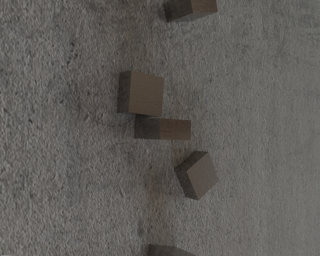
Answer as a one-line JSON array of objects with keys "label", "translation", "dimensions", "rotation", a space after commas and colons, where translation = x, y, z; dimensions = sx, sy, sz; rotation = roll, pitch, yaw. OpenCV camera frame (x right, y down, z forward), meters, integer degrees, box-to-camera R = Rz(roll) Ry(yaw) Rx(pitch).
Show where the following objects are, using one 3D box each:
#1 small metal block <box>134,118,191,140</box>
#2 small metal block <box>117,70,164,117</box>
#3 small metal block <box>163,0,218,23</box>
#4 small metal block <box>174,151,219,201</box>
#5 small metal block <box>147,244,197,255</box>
[{"label": "small metal block", "translation": [0.003, 0.002, 0.391], "dimensions": [0.050, 0.050, 0.025], "rotation": [3, 88, -40]}, {"label": "small metal block", "translation": [-0.023, -0.041, 0.385], "dimensions": [0.050, 0.025, 0.050], "rotation": [6, 86, -40]}, {"label": "small metal block", "translation": [0.042, -0.164, 0.423], "dimensions": [0.050, 0.050, 0.025], "rotation": [-19, 103, -38]}, {"label": "small metal block", "translation": [0.054, 0.068, 0.450], "dimensions": [0.050, 0.025, 0.050], "rotation": [-35, 112, -34]}, {"label": "small metal block", "translation": [0.017, 0.173, 0.403], "dimensions": [0.050, 0.050, 0.025], "rotation": [23, 76, -38]}]
